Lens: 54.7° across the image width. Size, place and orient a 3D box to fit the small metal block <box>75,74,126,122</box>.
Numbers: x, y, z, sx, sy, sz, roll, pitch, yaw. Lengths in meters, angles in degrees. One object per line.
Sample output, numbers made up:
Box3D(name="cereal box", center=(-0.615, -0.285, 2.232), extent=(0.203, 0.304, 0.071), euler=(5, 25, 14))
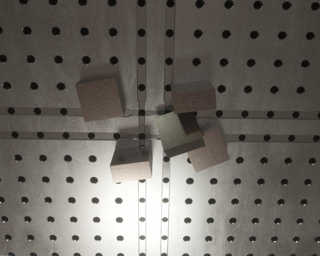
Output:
Box3D(name="small metal block", center=(-0.075, -0.038, 0.398), extent=(0.050, 0.025, 0.050), euler=(-9, 110, 3))

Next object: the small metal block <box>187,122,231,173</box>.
Box3D(name="small metal block", center=(0.062, 0.026, 0.424), extent=(0.050, 0.025, 0.050), euler=(-23, 109, 7))

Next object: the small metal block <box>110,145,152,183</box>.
Box3D(name="small metal block", center=(-0.037, 0.048, 0.417), extent=(0.050, 0.050, 0.025), euler=(-7, 110, 2))

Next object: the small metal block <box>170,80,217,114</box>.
Box3D(name="small metal block", center=(0.040, -0.040, 0.386), extent=(0.050, 0.050, 0.025), euler=(-7, 110, 2))

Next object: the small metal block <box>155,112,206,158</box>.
Box3D(name="small metal block", center=(0.026, 0.005, 0.400), extent=(0.050, 0.050, 0.025), euler=(-19, 148, 6))
